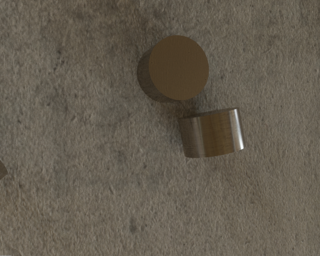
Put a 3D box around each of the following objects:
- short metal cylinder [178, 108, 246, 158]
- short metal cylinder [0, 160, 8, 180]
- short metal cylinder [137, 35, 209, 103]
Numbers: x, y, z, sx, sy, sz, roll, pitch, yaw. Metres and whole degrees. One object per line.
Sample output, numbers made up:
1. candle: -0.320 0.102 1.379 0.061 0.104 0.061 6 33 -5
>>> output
1. short metal cylinder: 0.067 0.005 0.406 0.081 0.080 0.050 -13 95 -20
2. short metal cylinder: -0.201 0.035 0.305 0.050 0.080 0.080 -44 104 -15
3. short metal cylinder: 0.016 -0.074 0.403 0.081 0.050 0.079 0 90 -21
